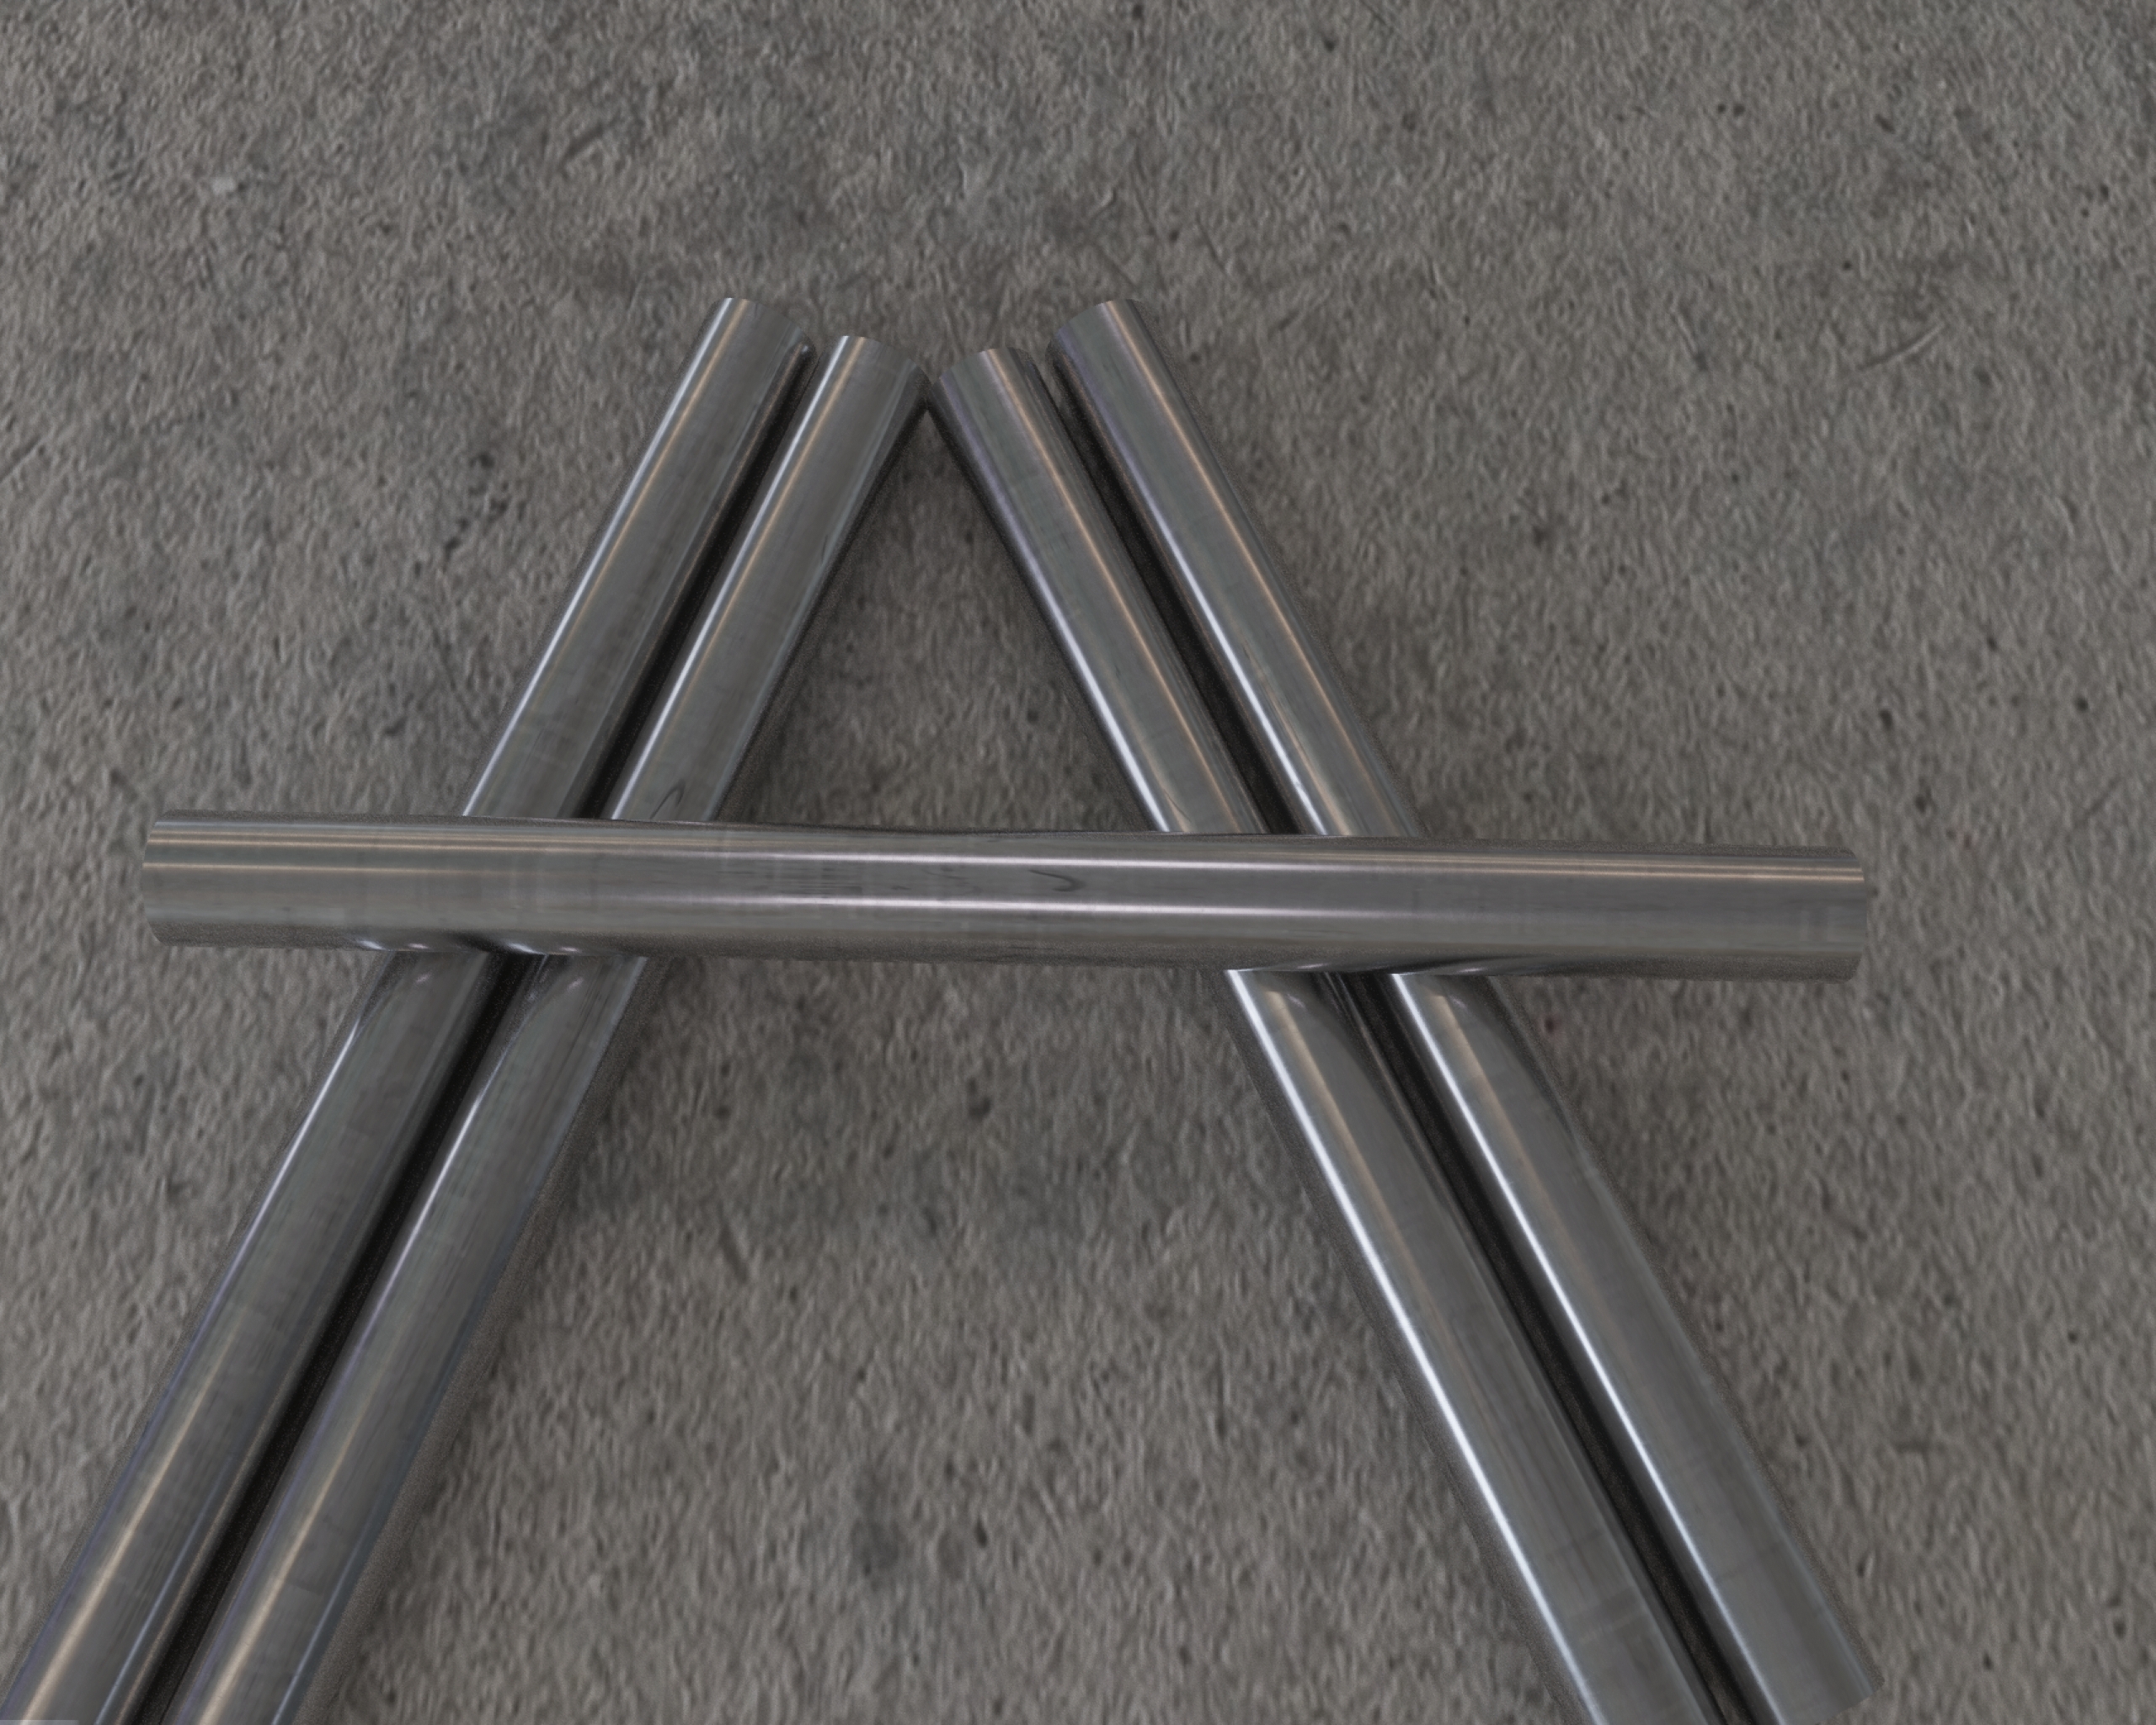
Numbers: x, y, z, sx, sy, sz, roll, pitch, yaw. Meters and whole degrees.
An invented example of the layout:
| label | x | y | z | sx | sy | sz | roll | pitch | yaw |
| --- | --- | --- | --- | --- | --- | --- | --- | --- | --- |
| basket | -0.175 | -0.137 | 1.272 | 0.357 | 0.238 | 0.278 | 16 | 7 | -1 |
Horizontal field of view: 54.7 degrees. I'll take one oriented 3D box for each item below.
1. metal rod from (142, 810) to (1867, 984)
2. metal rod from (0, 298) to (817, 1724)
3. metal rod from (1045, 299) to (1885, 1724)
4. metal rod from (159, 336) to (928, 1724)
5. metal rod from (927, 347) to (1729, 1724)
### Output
| label | x | y | z | sx | sy | sz | roll | pitch | yaw |
| --- | --- | --- | --- | --- | --- | --- | --- | --- | --- |
| metal rod | -0.013 | 0.006 | 0.377 | 0.302 | 0.025 | 0.025 | 1 | 70 | 0 |
| metal rod | -0.120 | 0.019 | 0.400 | 0.025 | 0.025 | 0.300 | 19 | 71 | 7 |
| metal rod | 0.065 | 0.016 | 0.402 | 0.025 | 0.025 | 0.299 | -23 | 72 | -8 |
| metal rod | -0.095 | 0.027 | 0.397 | 0.025 | 0.025 | 0.300 | 19 | 71 | 7 |
| metal rod | 0.040 | 0.027 | 0.398 | 0.025 | 0.025 | 0.299 | -23 | 72 | -8 |
